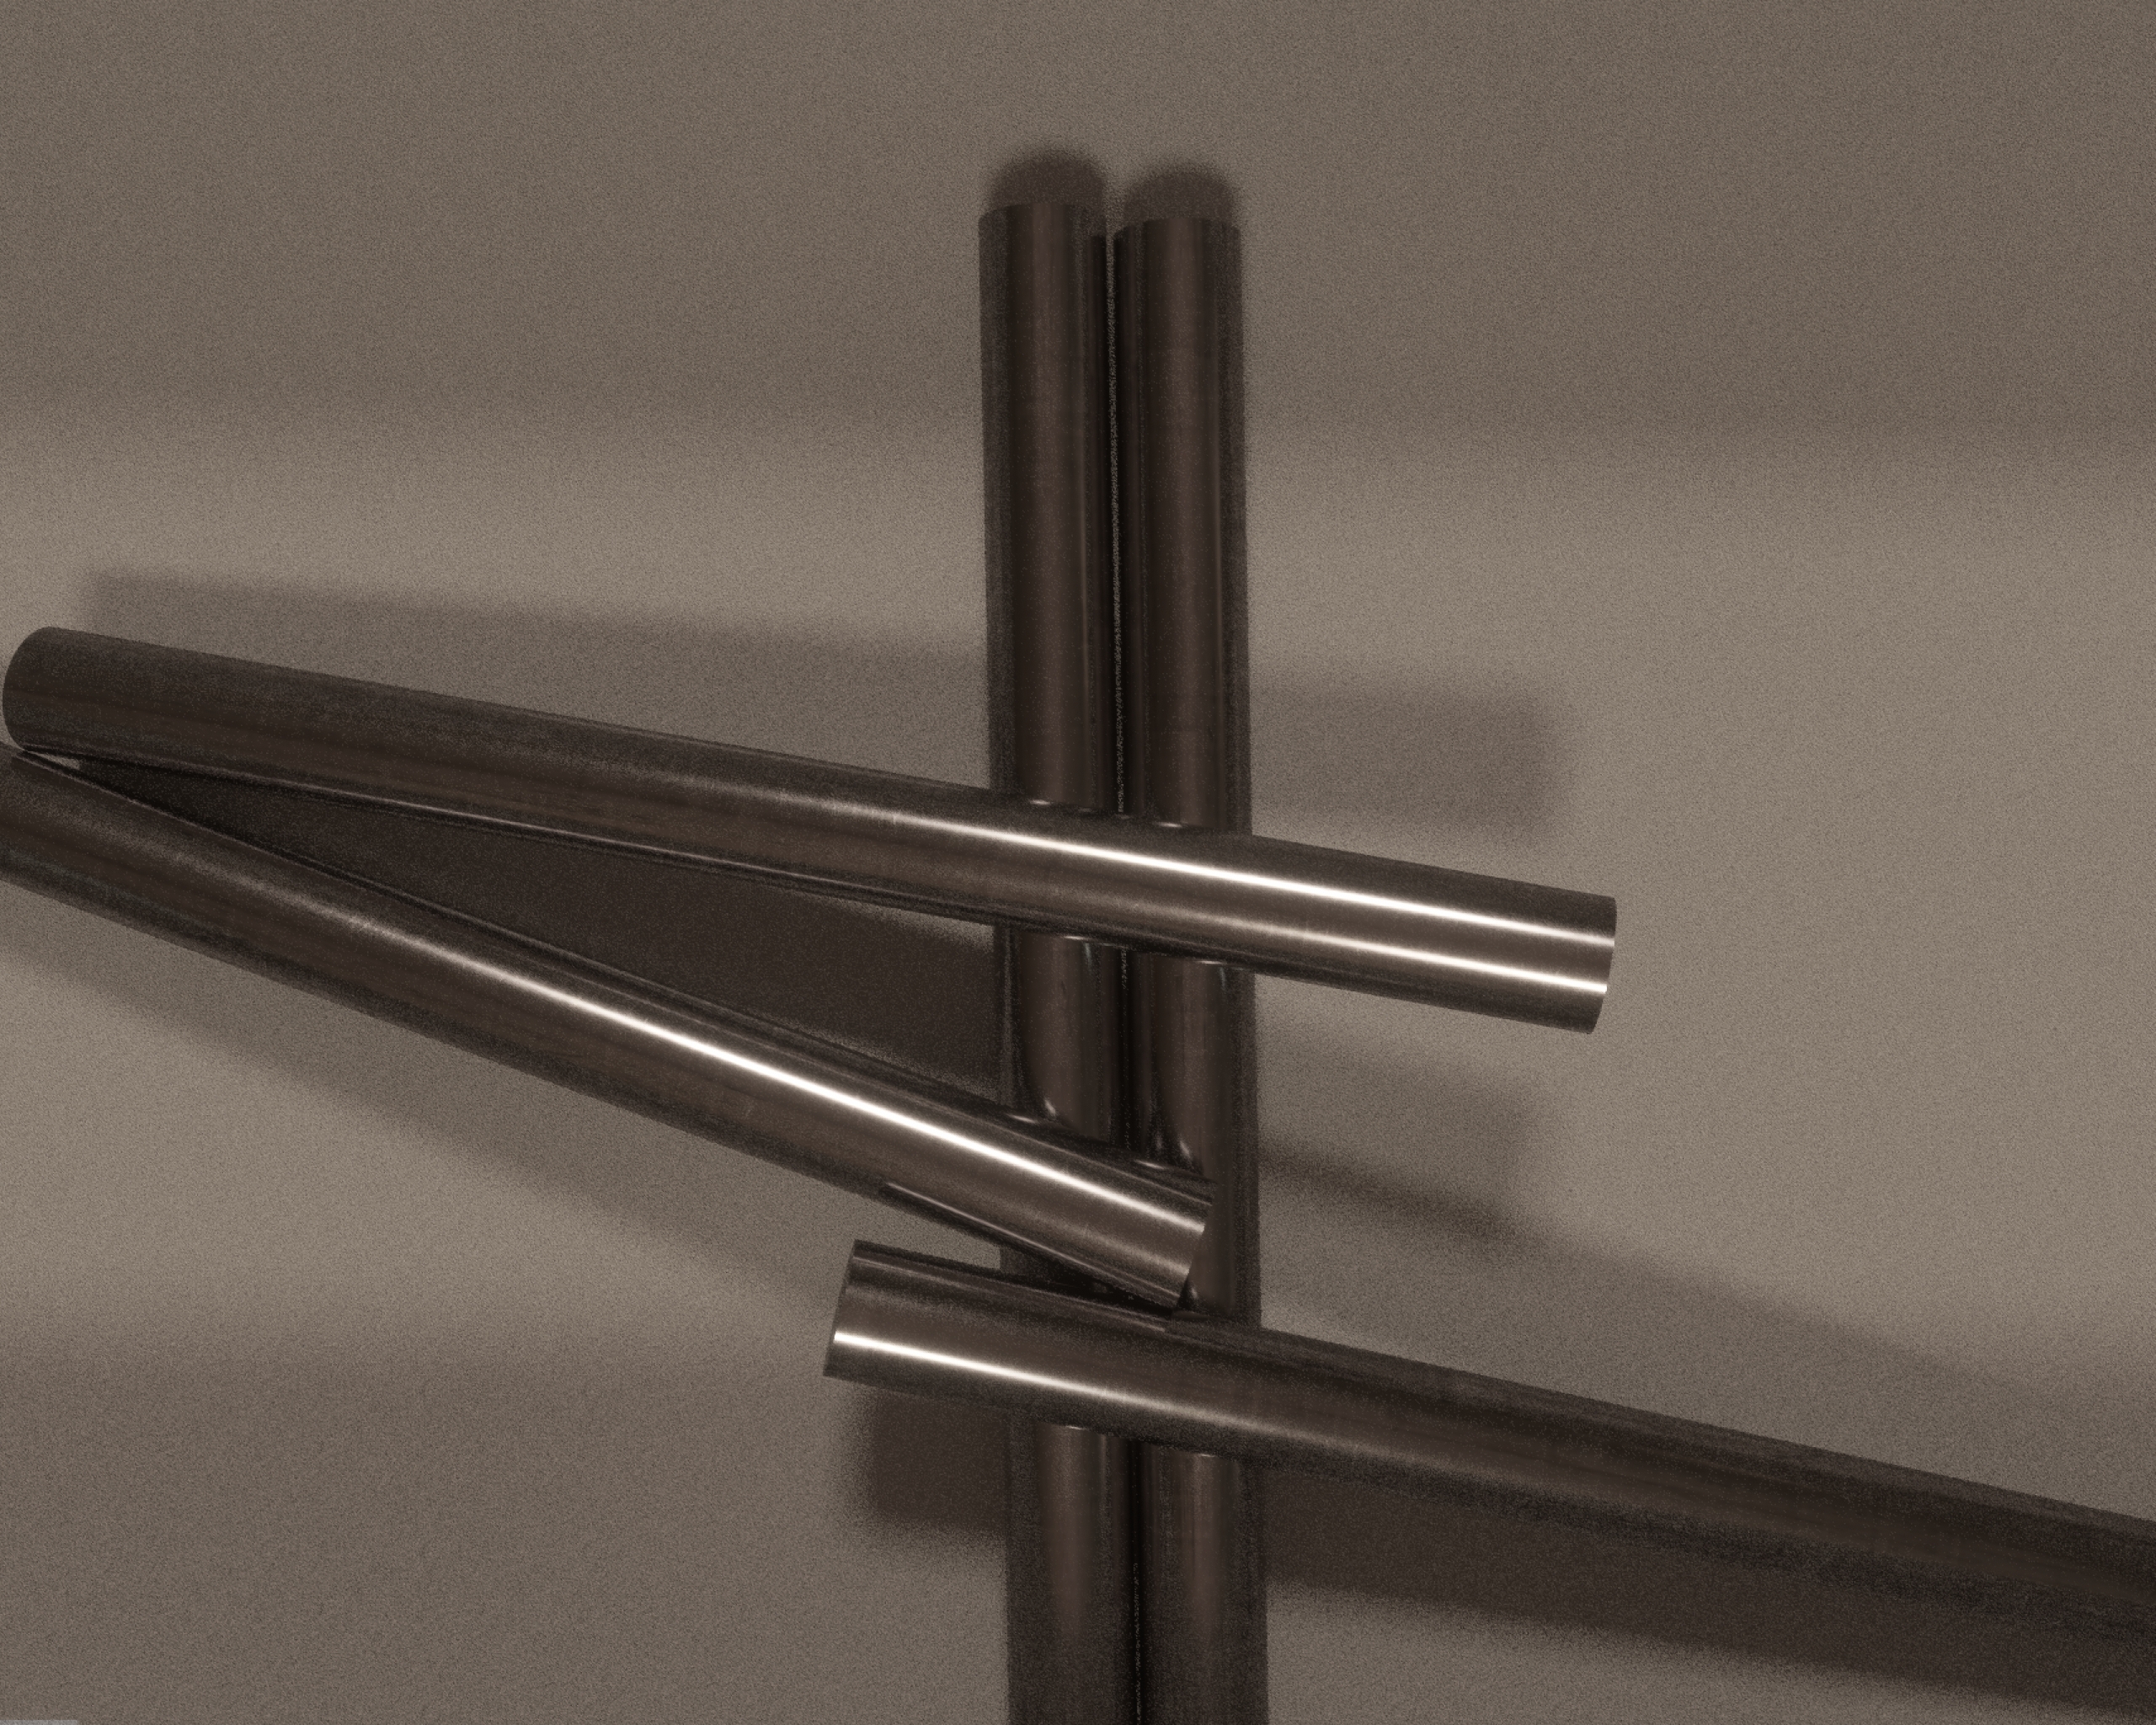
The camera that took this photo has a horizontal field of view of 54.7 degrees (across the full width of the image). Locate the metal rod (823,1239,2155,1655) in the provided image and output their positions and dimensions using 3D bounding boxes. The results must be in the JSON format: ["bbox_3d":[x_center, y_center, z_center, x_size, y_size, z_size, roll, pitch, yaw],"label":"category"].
[{"bbox_3d":[0.103,0.116,0.394,0.302,0.025,0.025,13,90,-6],"label":"metal rod"}]

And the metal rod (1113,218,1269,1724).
[{"bbox_3d":[0.022,0.026,0.409,0.025,0.025,0.298,-1,90,-1],"label":"metal rod"}]

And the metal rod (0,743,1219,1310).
[{"bbox_3d":[-0.120,0.021,0.396,0.301,0.025,0.025,19,90,5],"label":"metal rod"}]

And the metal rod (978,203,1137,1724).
[{"bbox_3d":[-0.004,0.024,0.408,0.025,0.025,0.298,-1,90,-1],"label":"metal rod"}]

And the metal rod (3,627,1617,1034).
[{"bbox_3d":[-0.054,-0.008,0.390,0.302,0.025,0.025,10,90,6],"label":"metal rod"}]
